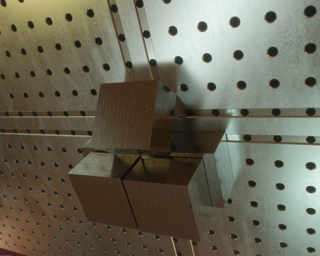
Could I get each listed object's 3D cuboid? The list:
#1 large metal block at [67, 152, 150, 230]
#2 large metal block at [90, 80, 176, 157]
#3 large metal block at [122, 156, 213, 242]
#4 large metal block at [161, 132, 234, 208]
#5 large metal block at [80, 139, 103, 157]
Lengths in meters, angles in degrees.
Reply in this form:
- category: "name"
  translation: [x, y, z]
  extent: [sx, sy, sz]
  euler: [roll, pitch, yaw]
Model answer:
- category: "large metal block"
  translation: [-0.061, 0.080, 0.407]
  extent: [0.080, 0.050, 0.080]
  euler: [0, 119, 28]
- category: "large metal block"
  translation: [-0.031, -0.010, 0.377]
  extent: [0.080, 0.050, 0.080]
  euler: [0, 77, 27]
- category: "large metal block"
  translation: [0.012, 0.082, 0.371]
  extent: [0.080, 0.050, 0.080]
  euler: [0, 119, 28]
- category: "large metal block"
  translation: [0.045, 0.052, 0.402]
  extent: [0.080, 0.050, 0.080]
  euler: [-1, 118, 28]
- category: "large metal block"
  translation: [-0.058, 0.051, 0.456]
  extent: [0.080, 0.050, 0.079]
  euler: [2, 119, 27]
